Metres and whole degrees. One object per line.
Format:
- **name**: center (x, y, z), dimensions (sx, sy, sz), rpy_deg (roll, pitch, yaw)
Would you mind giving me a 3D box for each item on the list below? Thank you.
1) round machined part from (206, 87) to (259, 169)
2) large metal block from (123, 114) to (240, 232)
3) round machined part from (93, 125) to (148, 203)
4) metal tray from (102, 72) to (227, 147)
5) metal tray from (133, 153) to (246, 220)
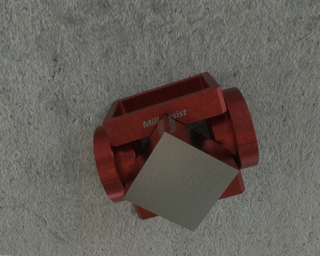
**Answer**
- **round machined part**: center (0.082, 0.003, 0.374), dimensions (0.042, 0.098, 0.097), rpy_deg (-15, 110, 5)
- **large metal block**: center (0.019, 0.045, 0.316), dimensions (0.080, 0.050, 0.080), rpy_deg (28, 107, -10)
- **round machined part**: center (-0.044, 0.040, 0.386), dimensions (0.042, 0.098, 0.097), rpy_deg (-15, 110, 5)
- **metal tray**: center (0.004, -0.026, 0.368), dimensions (0.131, 0.090, 0.030), rpy_deg (-17, 109, 6)
- **metal tray**: center (0.033, 0.064, 0.399), dimensions (0.131, 0.090, 0.030), rpy_deg (-16, 110, 5)
